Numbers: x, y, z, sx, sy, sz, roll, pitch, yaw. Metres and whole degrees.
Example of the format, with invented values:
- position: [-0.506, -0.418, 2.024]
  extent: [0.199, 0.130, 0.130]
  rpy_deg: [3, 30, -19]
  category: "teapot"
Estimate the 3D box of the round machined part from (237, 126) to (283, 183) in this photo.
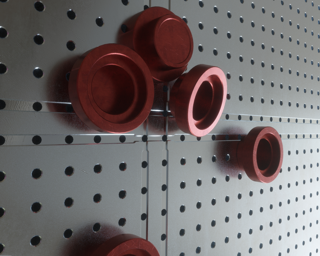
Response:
- position: [0.173, 0.046, 0.547]
  extent: [0.099, 0.042, 0.097]
  rpy_deg: [0, 90, -40]
  category: "round machined part"

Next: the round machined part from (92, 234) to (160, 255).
- position: [-0.048, 0.173, 0.360]
  extent: [0.099, 0.042, 0.097]
  rpy_deg: [0, 90, -40]
  category: "round machined part"

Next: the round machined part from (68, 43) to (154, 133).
- position: [-0.058, -0.043, 0.351]
  extent: [0.099, 0.042, 0.097]
  rpy_deg: [0, 90, -40]
  category: "round machined part"

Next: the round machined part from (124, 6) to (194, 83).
- position: [0.006, -0.109, 0.405]
  extent: [0.099, 0.042, 0.097]
  rpy_deg: [0, 90, -40]
  category: "round machined part"

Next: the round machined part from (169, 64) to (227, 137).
- position: [0.050, -0.040, 0.429]
  extent: [0.099, 0.042, 0.097]
  rpy_deg: [-27, 127, -44]
  category: "round machined part"
